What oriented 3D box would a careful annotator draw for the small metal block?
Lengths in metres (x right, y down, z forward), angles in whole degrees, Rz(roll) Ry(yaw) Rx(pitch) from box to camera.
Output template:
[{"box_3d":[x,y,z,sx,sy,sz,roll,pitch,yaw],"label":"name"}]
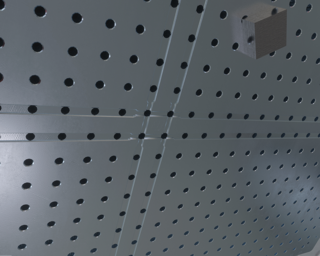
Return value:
[{"box_3d":[0.138,-0.126,0.409,0.050,0.025,0.050,-26,128,-13],"label":"small metal block"}]
